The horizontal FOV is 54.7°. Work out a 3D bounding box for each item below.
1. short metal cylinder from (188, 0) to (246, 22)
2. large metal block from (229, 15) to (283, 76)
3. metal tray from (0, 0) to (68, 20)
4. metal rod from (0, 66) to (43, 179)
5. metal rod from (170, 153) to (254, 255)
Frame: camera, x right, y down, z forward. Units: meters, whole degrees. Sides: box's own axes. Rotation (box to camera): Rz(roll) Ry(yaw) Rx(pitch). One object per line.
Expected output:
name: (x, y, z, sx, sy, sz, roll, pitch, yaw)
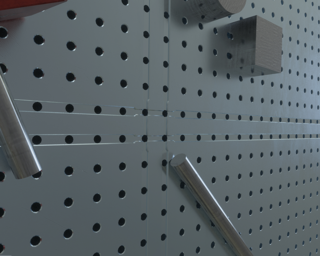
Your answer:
short metal cylinder: (0.086, -0.207, 0.467, 0.081, 0.050, 0.079, 0, 90, -40)
large metal block: (0.167, -0.138, 0.536, 0.081, 0.050, 0.080, 4, 88, -40)
metal tray: (-0.150, -0.096, 0.234, 0.131, 0.090, 0.030, -27, 115, -36)
metal rod: (-0.164, -0.096, 0.252, 0.025, 0.025, 0.298, -28, 109, -37)
metal rod: (0.102, 0.155, 0.498, 0.025, 0.025, 0.299, -50, 120, -28)
